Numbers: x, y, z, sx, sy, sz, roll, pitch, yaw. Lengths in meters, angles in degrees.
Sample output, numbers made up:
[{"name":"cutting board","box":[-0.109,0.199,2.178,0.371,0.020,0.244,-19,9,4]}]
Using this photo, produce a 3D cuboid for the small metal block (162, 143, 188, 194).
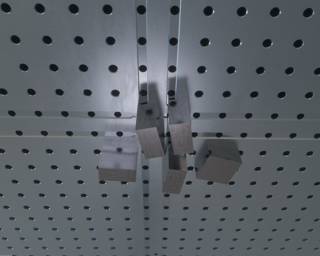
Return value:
[{"name":"small metal block","box":[0.020,0.058,0.445,0.025,0.050,0.050,8,130,-7]}]

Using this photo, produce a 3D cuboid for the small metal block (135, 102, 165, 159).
[{"name":"small metal block","box":[-0.011,0.003,0.398,0.025,0.050,0.050,-10,130,8]}]

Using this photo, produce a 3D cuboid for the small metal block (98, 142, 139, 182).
[{"name":"small metal block","box":[-0.057,0.047,0.435,0.050,0.050,0.025,4,130,-4]}]

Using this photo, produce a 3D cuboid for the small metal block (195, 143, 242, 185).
[{"name":"small metal block","box":[0.085,0.054,0.458,0.050,0.025,0.050,13,129,-11]}]

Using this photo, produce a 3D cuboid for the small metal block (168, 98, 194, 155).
[{"name":"small metal block","box":[0.027,-0.002,0.393,0.025,0.050,0.050,-7,130,6]}]
